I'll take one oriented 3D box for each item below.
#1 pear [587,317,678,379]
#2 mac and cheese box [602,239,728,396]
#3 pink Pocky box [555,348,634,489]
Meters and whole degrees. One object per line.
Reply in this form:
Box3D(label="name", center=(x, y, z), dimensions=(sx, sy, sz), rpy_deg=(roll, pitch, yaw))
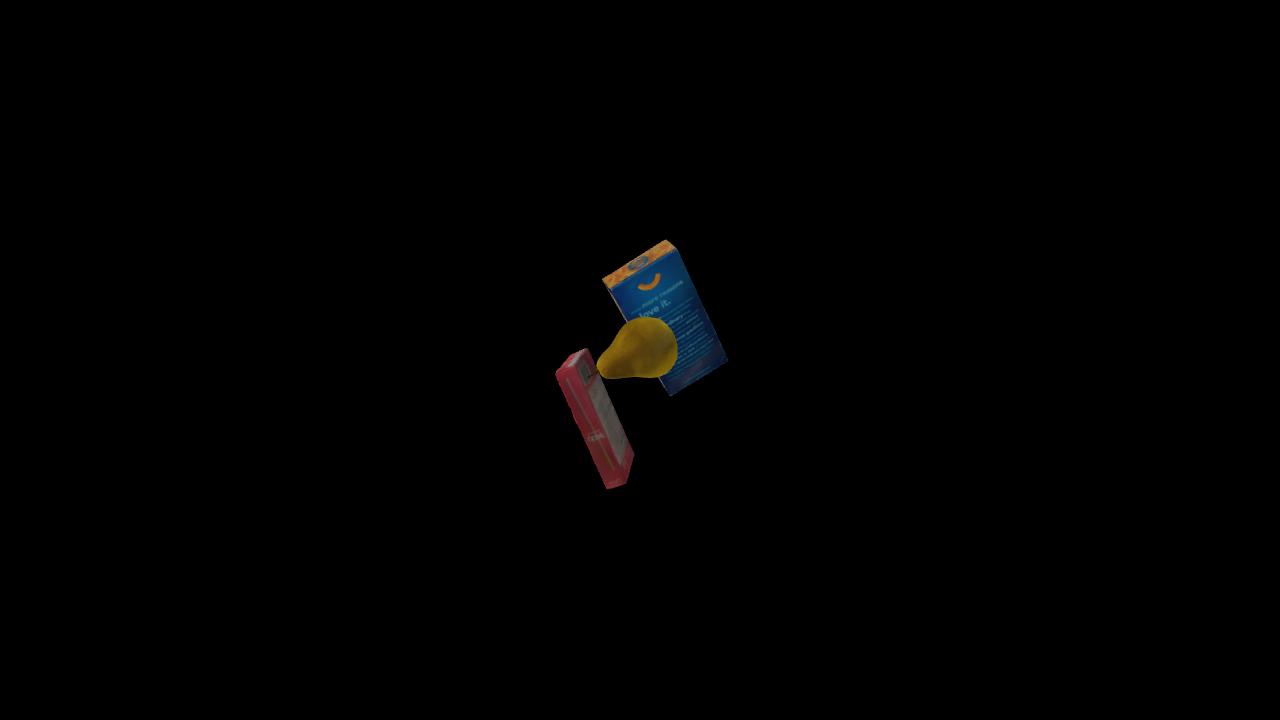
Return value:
Box3D(label="pear", center=(-0.013, -0.006, 0.712), dimensions=(0.111, 0.080, 0.080), rpy_deg=(-25, 10, -23))
Box3D(label="mac and cheese box", center=(0.035, -0.047, 0.760), dimensions=(0.093, 0.184, 0.041), rpy_deg=(-31, 36, -2))
Box3D(label="pink Pocky box", center=(-0.051, 0.068, 0.737), dimensions=(0.029, 0.155, 0.084), rpy_deg=(-21, 12, 11))
